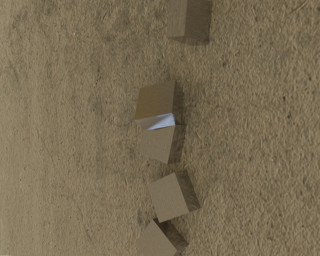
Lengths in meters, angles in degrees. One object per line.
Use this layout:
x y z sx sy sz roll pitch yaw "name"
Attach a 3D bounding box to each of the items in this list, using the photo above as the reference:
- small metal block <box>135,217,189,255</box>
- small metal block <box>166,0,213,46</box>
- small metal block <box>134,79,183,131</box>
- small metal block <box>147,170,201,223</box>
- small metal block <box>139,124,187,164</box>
0.002 0.152 0.404 0.050 0.025 0.050 45 117 30 "small metal block"
0.035 -0.126 0.360 0.025 0.050 0.050 8 95 40 "small metal block"
-0.001 -0.028 0.385 0.050 0.025 0.050 -10 54 25 "small metal block"
0.017 0.086 0.391 0.050 0.025 0.050 -31 71 35 "small metal block"
0.003 0.014 0.402 0.050 0.025 0.050 18 102 38 "small metal block"
